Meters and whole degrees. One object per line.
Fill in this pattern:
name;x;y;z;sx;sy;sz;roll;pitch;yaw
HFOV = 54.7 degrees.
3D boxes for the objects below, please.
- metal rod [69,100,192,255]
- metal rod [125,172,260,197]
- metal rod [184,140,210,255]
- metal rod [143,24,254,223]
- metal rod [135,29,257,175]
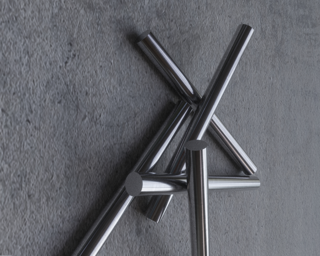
metal rod;-0.043;0.081;0.370;0.025;0.025;0.301;50;60;-29
metal rod;0.069;0.078;0.433;0.302;0.025;0.025;12;83;-49
metal rod;0.052;0.153;0.401;0.025;0.025;0.298;-26;122;-37
metal rod;0.057;-0.013;0.426;0.025;0.025;0.299;35;77;-35
metal rod;0.068;-0.022;0.463;0.300;0.025;0.025;46;62;-30
